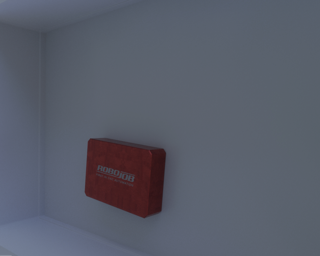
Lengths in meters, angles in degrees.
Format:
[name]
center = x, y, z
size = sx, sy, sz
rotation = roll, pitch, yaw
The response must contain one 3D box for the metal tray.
[metal tray]
center = -0.054, 0.066, 0.446
size = 0.130, 0.030, 0.089
rotation = 7, 95, 39
